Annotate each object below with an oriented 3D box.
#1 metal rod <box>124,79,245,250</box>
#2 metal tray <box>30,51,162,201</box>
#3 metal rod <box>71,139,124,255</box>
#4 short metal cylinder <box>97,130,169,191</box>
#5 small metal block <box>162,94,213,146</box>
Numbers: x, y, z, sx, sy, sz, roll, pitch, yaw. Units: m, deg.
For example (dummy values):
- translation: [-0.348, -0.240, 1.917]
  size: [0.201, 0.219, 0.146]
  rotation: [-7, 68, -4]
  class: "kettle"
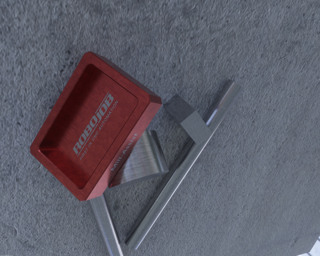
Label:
- translation: [0.030, 0.062, 0.463]
  size: [0.025, 0.025, 0.299]
  rotation: [21, 107, -37]
  class: "metal rod"
- translation: [-0.070, -0.001, 0.325]
  size: [0.129, 0.090, 0.030]
  rotation: [-56, 161, 11]
  class: "metal tray"
- translation: [-0.079, 0.137, 0.449]
  size: [0.025, 0.025, 0.298]
  rotation: [-20, 127, -17]
  class: "metal rod"
- translation: [-0.035, 0.040, 0.371]
  size: [0.080, 0.050, 0.080]
  rotation: [-17, 168, -3]
  class: "short metal cylinder"
- translation: [0.036, -0.011, 0.405]
  size: [0.025, 0.050, 0.050]
  rotation: [-41, 130, 0]
  class: "small metal block"
